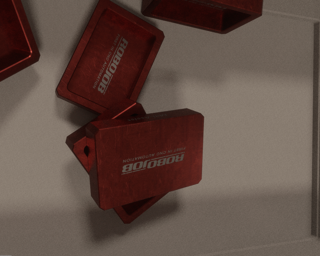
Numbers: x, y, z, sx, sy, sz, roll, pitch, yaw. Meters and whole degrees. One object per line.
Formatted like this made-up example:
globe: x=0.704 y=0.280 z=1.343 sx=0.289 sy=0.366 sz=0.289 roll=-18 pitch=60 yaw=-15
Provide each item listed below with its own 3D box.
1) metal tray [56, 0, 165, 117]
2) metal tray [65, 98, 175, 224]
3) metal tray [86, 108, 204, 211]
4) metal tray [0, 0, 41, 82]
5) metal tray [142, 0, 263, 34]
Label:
metal tray: x=-0.061 y=-0.080 z=0.385 sx=0.090 sy=0.030 sz=0.130 roll=26 pitch=81 yaw=-19
metal tray: x=-0.039 y=0.041 z=0.373 sx=0.090 sy=0.030 sz=0.130 roll=-36 pitch=120 yaw=-17
metal tray: x=-0.013 y=0.031 z=0.350 sx=0.131 sy=0.030 sz=0.089 roll=-10 pitch=110 yaw=-28
metal tray: x=-0.184 y=-0.080 z=0.288 sx=0.131 sy=0.030 sz=0.089 roll=-47 pitch=143 yaw=-40
metal tray: x=0.052 y=-0.159 z=0.396 sx=0.131 sy=0.090 sz=0.030 roll=6 pitch=88 yaw=-20
